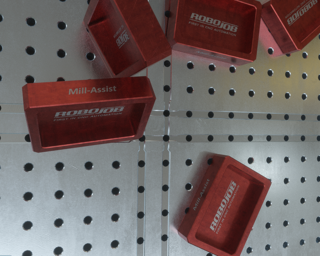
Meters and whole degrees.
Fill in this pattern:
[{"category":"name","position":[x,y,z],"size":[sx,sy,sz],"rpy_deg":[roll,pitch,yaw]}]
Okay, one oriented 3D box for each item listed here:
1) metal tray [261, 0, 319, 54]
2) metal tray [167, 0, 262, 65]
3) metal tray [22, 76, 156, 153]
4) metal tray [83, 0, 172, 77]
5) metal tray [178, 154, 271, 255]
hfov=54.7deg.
[{"category":"metal tray","position":[0.229,-0.192,0.496],"size":[0.130,0.030,0.090],"rpy_deg":[-41,103,-16]},{"category":"metal tray","position":[0.078,-0.147,0.439],"size":[0.131,0.030,0.089],"rpy_deg":[8,87,-20]},{"category":"metal tray","position":[-0.078,-0.014,0.348],"size":[0.131,0.089,0.030],"rpy_deg":[-7,60,-20]},{"category":"metal tray","position":[-0.042,-0.103,0.342],"size":[0.030,0.130,0.090],"rpy_deg":[-31,101,-18]},{"category":"metal tray","position":[0.095,0.114,0.446],"size":[0.090,0.030,0.130],"rpy_deg":[31,80,-18]}]
